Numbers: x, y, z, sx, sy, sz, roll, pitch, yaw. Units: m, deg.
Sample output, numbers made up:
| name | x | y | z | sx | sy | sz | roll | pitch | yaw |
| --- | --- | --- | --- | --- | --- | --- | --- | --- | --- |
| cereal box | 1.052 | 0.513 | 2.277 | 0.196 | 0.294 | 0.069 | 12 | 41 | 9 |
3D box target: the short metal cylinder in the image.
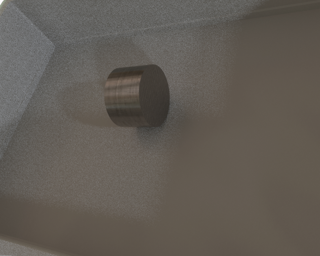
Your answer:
| name | x | y | z | sx | sy | sz | roll | pitch | yaw |
| --- | --- | --- | --- | --- | --- | --- | --- | --- | --- |
| short metal cylinder | -0.028 | -0.041 | 0.406 | 0.050 | 0.080 | 0.080 | 0 | 62 | 28 |
